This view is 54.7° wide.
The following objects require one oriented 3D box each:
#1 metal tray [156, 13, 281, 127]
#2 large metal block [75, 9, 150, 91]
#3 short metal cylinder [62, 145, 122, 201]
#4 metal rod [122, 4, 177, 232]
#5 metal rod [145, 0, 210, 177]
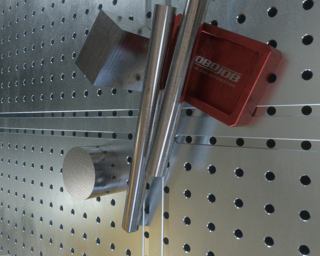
[{"bbox_3d":[0.057,-0.068,0.357,0.130,0.030,0.089,34,111,34],"label":"metal tray"},{"bbox_3d":[-0.053,-0.100,0.415,0.050,0.081,0.080,49,119,28],"label":"large metal block"},{"bbox_3d":[-0.106,0.067,0.478,0.080,0.050,0.079,0,90,39],"label":"short metal cylinder"},{"bbox_3d":[-0.018,0.003,0.393,0.025,0.025,0.298,25,115,37],"label":"metal rod"},{"bbox_3d":[0.029,-0.088,0.344,0.025,0.025,0.298,22,104,37],"label":"metal rod"}]
